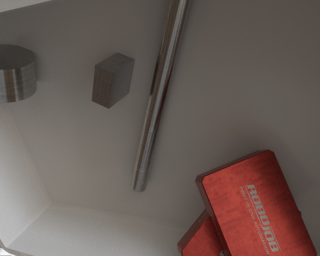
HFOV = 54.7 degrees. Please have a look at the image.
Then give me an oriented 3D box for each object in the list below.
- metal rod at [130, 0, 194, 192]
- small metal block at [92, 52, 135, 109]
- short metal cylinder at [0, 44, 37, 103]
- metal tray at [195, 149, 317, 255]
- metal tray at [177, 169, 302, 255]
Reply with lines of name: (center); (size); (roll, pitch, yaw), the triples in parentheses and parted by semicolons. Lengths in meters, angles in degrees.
metal rod: (-0.004, -0.027, 0.392); (0.025, 0.025, 0.298); (24, 127, 13)
small metal block: (-0.058, -0.060, 0.385); (0.025, 0.050, 0.050); (25, 127, 13)
short metal cylinder: (-0.219, -0.078, 0.437); (0.080, 0.080, 0.050); (22, 127, 14)
metal tray: (0.106, 0.099, 0.348); (0.030, 0.091, 0.129); (134, 115, -80)
metal tray: (0.096, 0.125, 0.375); (0.090, 0.130, 0.030); (41, 170, 0)
